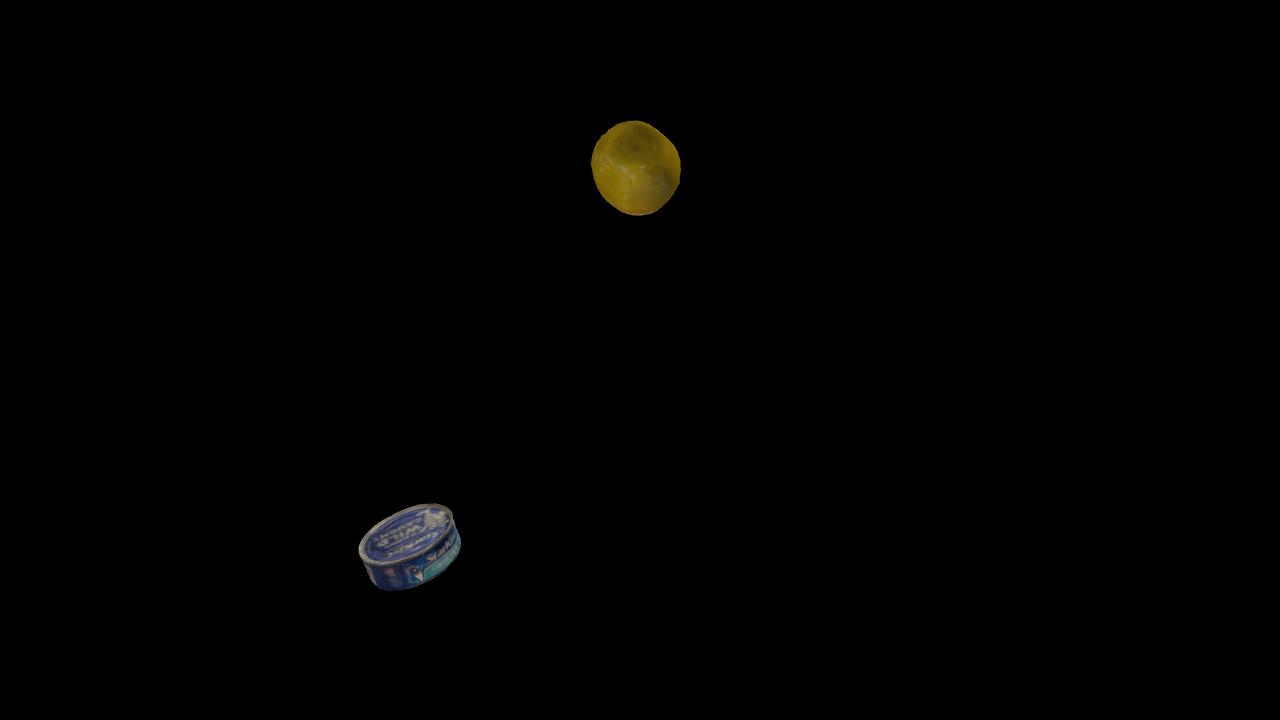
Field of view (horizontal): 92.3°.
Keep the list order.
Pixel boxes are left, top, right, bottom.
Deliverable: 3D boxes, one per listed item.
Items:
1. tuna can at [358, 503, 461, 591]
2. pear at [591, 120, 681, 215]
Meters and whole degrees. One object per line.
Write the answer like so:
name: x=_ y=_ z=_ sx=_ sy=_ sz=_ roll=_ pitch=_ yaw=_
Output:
tuna can: x=-0.209 y=0.170 z=0.562 sx=0.084 sy=0.034 sz=0.084 roll=-10 pitch=21 yaw=4
pear: x=-0.003 y=-0.157 z=0.556 sx=0.080 sy=0.080 sz=0.111 roll=0 pitch=-22 yaw=5
